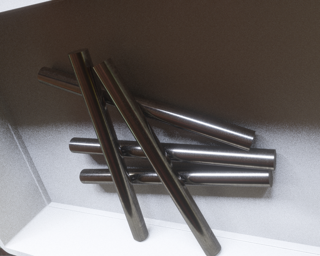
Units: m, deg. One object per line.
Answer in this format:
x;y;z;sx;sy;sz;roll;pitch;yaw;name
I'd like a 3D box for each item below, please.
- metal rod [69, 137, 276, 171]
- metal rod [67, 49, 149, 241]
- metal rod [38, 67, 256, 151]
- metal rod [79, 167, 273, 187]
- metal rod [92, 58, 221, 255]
-0.001;0.032;0.425;0.301;0.025;0.025;2;119;26;metal rod
-0.064;0.040;0.430;0.025;0.025;0.298;0;119;28;metal rod
-0.030;-0.030;0.402;0.301;0.025;0.025;18;126;17;metal rod
0.003;0.070;0.447;0.300;0.025;0.025;-5;116;30;metal rod
0.003;0.049;0.401;0.025;0.025;0.299;-19;109;35;metal rod
